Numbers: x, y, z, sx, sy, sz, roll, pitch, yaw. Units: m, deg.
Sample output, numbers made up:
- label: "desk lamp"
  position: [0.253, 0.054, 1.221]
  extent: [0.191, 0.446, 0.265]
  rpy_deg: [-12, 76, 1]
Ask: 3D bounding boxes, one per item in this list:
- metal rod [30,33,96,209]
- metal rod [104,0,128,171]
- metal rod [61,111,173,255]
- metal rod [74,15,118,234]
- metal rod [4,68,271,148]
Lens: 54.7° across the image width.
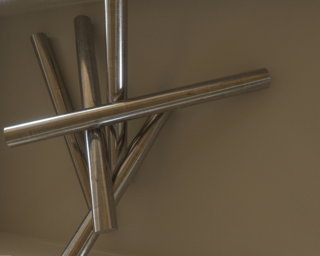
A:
- label: "metal rod"
  position: [-0.134, -0.002, 0.457]
  extent: [0.025, 0.025, 0.299]
  rpy_deg: [-23, 82, 18]
- label: "metal rod"
  position: [-0.051, -0.052, 0.365]
  extent: [0.025, 0.025, 0.298]
  rpy_deg: [14, 119, 19]
- label: "metal rod"
  position: [-0.063, 0.088, 0.360]
  extent: [0.025, 0.025, 0.300]
  rpy_deg: [24, 70, 18]
- label: "metal rod"
  position: [-0.085, -0.024, 0.387]
  extent: [0.025, 0.025, 0.299]
  rpy_deg: [-22, 63, 19]
- label: "metal rod"
  position: [-0.021, -0.025, 0.356]
  extent: [0.302, 0.025, 0.025]
  rpy_deg: [-13, 85, -5]
